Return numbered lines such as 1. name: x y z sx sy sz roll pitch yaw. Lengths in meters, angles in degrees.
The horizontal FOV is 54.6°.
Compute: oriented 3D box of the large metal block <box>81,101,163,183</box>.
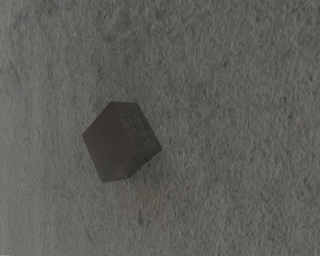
1. large metal block: -0.056 0.020 0.436 0.080 0.050 0.080 -43 64 31
